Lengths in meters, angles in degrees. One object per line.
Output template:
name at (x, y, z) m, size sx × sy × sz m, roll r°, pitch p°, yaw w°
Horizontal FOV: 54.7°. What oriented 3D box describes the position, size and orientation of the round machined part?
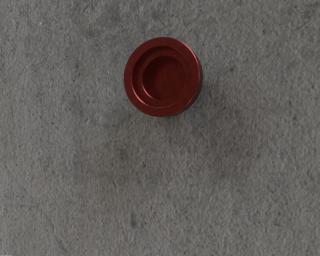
round machined part at (0.007, -0.062, 0.397) m, size 0.098 × 0.042 × 0.097 m, roll 0°, pitch 90°, yaw 19°
